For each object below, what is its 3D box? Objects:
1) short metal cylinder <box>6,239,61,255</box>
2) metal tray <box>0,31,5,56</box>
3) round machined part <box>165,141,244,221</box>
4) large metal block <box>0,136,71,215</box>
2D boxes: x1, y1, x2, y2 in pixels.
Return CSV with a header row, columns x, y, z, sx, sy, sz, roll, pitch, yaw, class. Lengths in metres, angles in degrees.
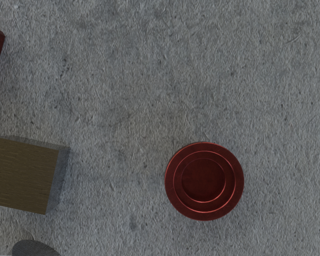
x,y,z,sx,sy,sz,roll,pitch,yaw,class
-0.160,0.185,0.381,0.080,0.080,0.050,36,90,0,short metal cylinder
-0.268,-0.078,0.405,0.090,0.030,0.129,15,90,0,metal tray
0.055,0.066,0.402,0.099,0.042,0.097,0,90,0,round machined part
-0.169,0.057,0.396,0.080,0.050,0.080,12,90,0,large metal block
